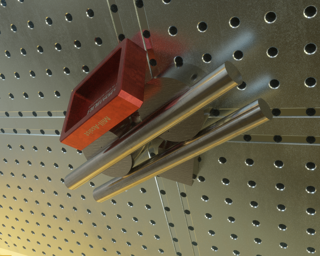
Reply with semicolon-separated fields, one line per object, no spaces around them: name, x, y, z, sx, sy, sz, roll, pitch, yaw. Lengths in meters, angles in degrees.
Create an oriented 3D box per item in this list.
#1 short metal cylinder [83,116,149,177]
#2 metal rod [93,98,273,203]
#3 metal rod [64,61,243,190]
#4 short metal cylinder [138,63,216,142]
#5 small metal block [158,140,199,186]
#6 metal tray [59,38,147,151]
short metal cylinder;-0.063;0.023;0.441;0.080;0.050;0.079;13;124;20
metal rod;0.005;0.043;0.400;0.299;0.025;0.025;-32;101;38
metal rod;-0.032;0.015;0.370;0.299;0.025;0.025;-33;100;38
short metal cylinder;0.021;-0.031;0.365;0.080;0.050;0.079;13;124;20
small metal block;0.025;0.046;0.424;0.050;0.025;0.050;14;124;20
metal tray;-0.071;-0.038;0.379;0.030;0.090;0.130;29;136;-32
